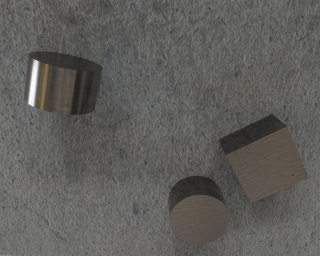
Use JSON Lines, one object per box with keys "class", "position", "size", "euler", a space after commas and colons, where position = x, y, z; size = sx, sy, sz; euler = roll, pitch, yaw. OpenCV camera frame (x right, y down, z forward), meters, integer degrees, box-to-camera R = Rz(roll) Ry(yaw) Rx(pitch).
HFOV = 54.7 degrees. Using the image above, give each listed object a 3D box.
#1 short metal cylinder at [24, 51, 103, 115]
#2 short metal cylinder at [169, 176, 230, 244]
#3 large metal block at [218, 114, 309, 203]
{"class": "short metal cylinder", "position": [-0.111, -0.054, 0.360], "size": [0.080, 0.080, 0.050], "euler": [13, 110, -5]}
{"class": "short metal cylinder", "position": [0.053, 0.115, 0.439], "size": [0.081, 0.050, 0.079], "euler": [0, 110, 0]}
{"class": "large metal block", "position": [0.136, 0.040, 0.412], "size": [0.080, 0.050, 0.080], "euler": [-27, 108, 9]}
